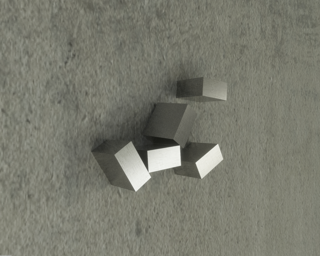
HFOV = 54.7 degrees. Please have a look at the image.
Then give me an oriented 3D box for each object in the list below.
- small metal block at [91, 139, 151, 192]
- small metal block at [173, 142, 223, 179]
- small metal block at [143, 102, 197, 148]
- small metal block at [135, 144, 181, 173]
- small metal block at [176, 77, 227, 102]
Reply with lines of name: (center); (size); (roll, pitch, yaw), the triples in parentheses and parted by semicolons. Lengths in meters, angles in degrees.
small metal block: (-0.045, 0.041, 0.353); (0.025, 0.050, 0.050); (-40, 115, -33)
small metal block: (0.051, 0.044, 0.434); (0.050, 0.050, 0.025); (-34, 112, -35)
small metal block: (0.013, -0.004, 0.399); (0.025, 0.050, 0.050); (42, 64, -44)
small metal block: (-0.010, 0.036, 0.382); (0.050, 0.050, 0.025); (-6, 95, -40)
small metal block: (0.059, -0.053, 0.440); (0.050, 0.050, 0.025); (5, 87, -40)
